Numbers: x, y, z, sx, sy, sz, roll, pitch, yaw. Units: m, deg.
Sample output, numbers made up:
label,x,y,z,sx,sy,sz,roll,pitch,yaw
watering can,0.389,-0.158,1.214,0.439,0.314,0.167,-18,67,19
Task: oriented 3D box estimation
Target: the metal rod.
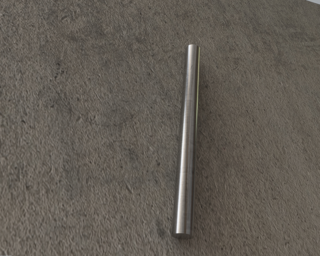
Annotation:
label,x,y,z,sx,sy,sz,roll,pitch,yaw
metal rod,0.039,-0.004,0.426,0.025,0.025,0.300,19,54,-17
